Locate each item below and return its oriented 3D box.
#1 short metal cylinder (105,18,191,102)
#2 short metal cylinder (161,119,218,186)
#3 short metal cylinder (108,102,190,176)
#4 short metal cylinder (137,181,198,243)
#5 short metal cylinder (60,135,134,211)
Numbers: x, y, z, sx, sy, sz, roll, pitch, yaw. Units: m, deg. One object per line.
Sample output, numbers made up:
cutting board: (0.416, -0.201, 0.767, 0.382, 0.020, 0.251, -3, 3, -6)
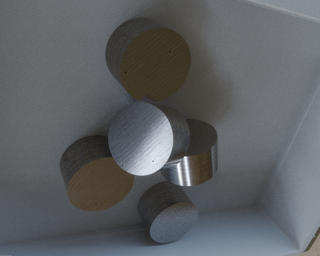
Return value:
short metal cylinder: (-0.014, -0.075, 0.340, 0.081, 0.050, 0.079, -14, 124, -21)
short metal cylinder: (0.037, 0.031, 0.414, 0.081, 0.080, 0.050, -20, 127, -17)
short metal cylinder: (-0.012, 0.011, 0.357, 0.080, 0.080, 0.050, -60, 159, 14)
short metal cylinder: (0.011, 0.130, 0.481, 0.081, 0.050, 0.079, -14, 125, -21)
short metal cylinder: (-0.079, 0.056, 0.385, 0.081, 0.050, 0.079, -14, 125, -21)
